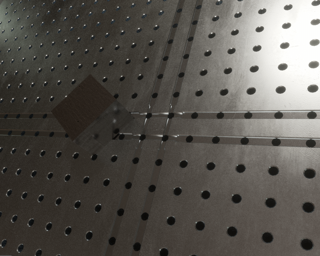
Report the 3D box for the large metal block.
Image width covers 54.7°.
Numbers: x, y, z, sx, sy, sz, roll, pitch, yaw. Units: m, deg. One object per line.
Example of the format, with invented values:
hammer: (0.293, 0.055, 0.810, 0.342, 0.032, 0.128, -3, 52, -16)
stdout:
large metal block: (-0.099, -0.020, 0.455, 0.080, 0.050, 0.080, -45, 51, -3)
